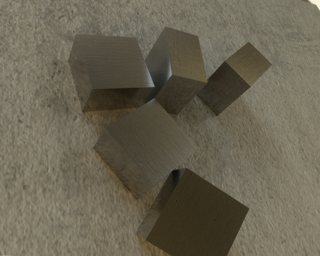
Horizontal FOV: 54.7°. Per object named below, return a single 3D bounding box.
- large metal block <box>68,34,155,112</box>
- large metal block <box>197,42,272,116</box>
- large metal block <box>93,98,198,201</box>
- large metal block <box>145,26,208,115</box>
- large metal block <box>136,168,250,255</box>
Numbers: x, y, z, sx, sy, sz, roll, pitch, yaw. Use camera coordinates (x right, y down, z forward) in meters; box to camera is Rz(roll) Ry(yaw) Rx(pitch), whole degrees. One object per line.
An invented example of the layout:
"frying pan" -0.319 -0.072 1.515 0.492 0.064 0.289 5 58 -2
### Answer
"large metal block" -0.064 -0.070 0.397 0.081 0.050 0.080 -7 65 -32
"large metal block" 0.113 -0.076 0.478 0.050 0.080 0.080 46 51 3
"large metal block" -0.017 0.024 0.366 0.080 0.050 0.081 49 51 6
"large metal block" 0.016 -0.076 0.425 0.050 0.080 0.080 8 58 -24
"large metal block" 0.034 0.099 0.330 0.080 0.050 0.080 34 73 -7
